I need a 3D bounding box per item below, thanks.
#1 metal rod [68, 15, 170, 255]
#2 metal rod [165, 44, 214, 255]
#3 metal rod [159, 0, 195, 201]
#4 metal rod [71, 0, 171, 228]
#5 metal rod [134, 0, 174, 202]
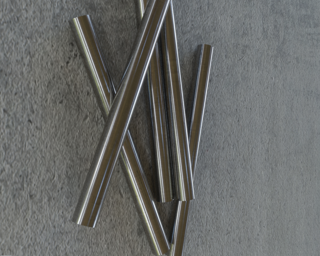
[{"bbox_3d":[-0.042,0.020,0.368,0.025,0.025,0.298,-28,108,-36],"label":"metal rod"},{"bbox_3d":[0.043,0.027,0.440,0.025,0.025,0.299,16,80,-39],"label":"metal rod"},{"bbox_3d":[0.017,-0.056,0.405,0.025,0.025,0.298,-7,91,-40],"label":"metal rod"},{"bbox_3d":[-0.033,-0.044,0.342,0.025,0.025,0.299,27,73,-37],"label":"metal rod"},{"bbox_3d":[-0.009,-0.053,0.396,0.025,0.025,0.298,-10,97,-40],"label":"metal rod"}]
